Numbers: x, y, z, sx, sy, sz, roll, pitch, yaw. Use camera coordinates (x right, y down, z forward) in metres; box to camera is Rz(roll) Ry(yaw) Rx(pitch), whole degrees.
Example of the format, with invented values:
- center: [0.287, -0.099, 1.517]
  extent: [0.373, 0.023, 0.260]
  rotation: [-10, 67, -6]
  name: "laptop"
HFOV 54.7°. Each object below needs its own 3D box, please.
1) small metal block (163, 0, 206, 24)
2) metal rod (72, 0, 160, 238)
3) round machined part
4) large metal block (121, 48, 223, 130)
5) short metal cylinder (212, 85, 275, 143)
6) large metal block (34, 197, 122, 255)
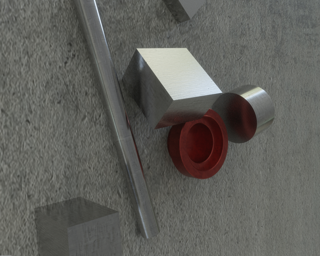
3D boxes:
- center: [0.033, -0.185, 0.434]
  extent: [0.050, 0.025, 0.050]
  rotation: [49, 61, -29]
  name: "small metal block"
- center: [-0.048, -0.007, 0.365]
  extent: [0.025, 0.025, 0.298]
  rotation: [-24, 105, -38]
  name: "metal rod"
- center: [0.049, 0.021, 0.437]
  extent: [0.099, 0.042, 0.097]
  rotation: [0, 90, -40]
  name: "round machined part"
- center: [0.013, -0.051, 0.376]
  extent: [0.081, 0.050, 0.080]
  rotation: [-13, 60, -40]
  name: "large metal block"
- center: [0.127, -0.022, 0.478]
  extent: [0.050, 0.080, 0.080]
  rotation: [-24, 106, -38]
  name: "short metal cylinder"
- center: [-0.080, 0.119, 0.303]
  extent: [0.050, 0.080, 0.079]
  rotation: [-7, 95, -40]
  name: "large metal block"
